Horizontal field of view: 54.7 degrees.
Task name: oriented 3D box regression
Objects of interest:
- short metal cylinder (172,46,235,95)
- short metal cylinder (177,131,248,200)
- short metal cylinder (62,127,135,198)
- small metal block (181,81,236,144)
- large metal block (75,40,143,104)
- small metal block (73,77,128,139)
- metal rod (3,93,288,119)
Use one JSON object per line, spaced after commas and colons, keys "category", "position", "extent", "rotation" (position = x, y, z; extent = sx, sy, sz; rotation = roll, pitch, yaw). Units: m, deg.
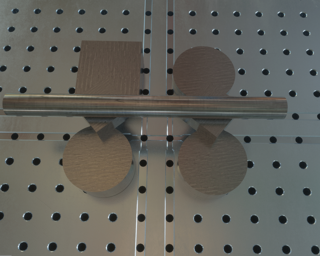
{"category": "short metal cylinder", "position": [0.057, -0.063, 0.422], "extent": [0.081, 0.050, 0.080], "rotation": [0, 70, 0]}
{"category": "short metal cylinder", "position": [0.061, 0.046, 0.382], "extent": [0.081, 0.050, 0.080], "rotation": [0, 70, 0]}
{"category": "short metal cylinder", "position": [-0.072, 0.042, 0.381], "extent": [0.081, 0.050, 0.080], "rotation": [0, 70, 0]}
{"category": "small metal block", "position": [0.060, -0.018, 0.366], "extent": [0.050, 0.025, 0.050], "rotation": [39, 74, 13]}
{"category": "large metal block", "position": [-0.065, -0.070, 0.423], "extent": [0.080, 0.050, 0.080], "rotation": [1, 70, 0]}
{"category": "small metal block", "position": [-0.067, -0.024, 0.367], "extent": [0.050, 0.025, 0.050], "rotation": [-38, 75, -13]}
{"category": "metal rod", "position": [-0.016, -0.024, 0.340], "extent": [0.302, 0.025, 0.025], "rotation": [1, 70, 0]}
